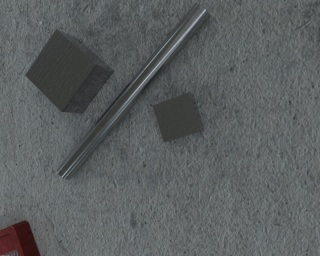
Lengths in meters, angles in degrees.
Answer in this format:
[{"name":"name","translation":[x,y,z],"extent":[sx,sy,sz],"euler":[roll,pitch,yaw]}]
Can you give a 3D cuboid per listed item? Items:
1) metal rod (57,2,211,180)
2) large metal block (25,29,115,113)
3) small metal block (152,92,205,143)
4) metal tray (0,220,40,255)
[{"name":"metal rod","translation":[-0.043,-0.041,0.423],"extent":[0.025,0.025,0.299],"euler":[45,103,14]},{"name":"large metal block","translation":[-0.127,-0.078,0.439],"extent":[0.080,0.050,0.080],"euler":[43,103,14]},{"name":"small metal block","translation":[0.024,-0.013,0.400],"extent":[0.050,0.025,0.050],"euler":[-19,84,18]},{"name":"metal tray","translation":[-0.255,0.213,0.493],"extent":[0.130,0.030,0.090],"euler":[-26,82,17]}]
